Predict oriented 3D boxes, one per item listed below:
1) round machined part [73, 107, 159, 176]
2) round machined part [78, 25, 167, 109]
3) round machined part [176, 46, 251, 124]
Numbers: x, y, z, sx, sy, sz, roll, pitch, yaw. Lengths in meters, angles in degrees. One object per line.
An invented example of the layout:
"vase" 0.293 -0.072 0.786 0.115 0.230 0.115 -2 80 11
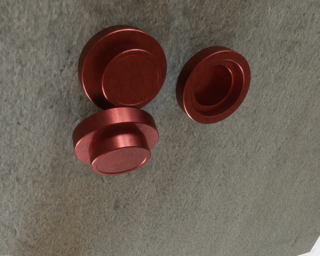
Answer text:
"round machined part" -0.048 0.022 0.359 0.099 0.042 0.098 -13 150 -8
"round machined part" -0.036 -0.059 0.341 0.099 0.042 0.097 -14 125 -21
"round machined part" 0.063 -0.057 0.397 0.099 0.042 0.097 -14 125 -21
